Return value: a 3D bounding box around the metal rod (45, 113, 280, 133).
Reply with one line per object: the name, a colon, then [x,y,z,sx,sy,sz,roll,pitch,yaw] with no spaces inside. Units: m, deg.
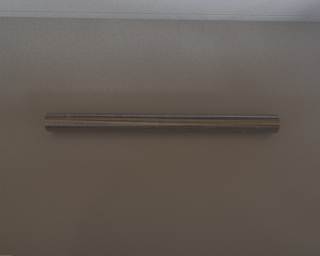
metal rod: [0.003,-0.007,0.410,0.302,0.025,0.025,0,70,-1]
